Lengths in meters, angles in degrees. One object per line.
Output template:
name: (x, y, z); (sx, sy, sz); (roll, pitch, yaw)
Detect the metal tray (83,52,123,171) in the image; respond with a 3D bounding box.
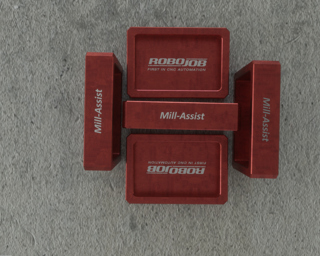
metal tray: (-0.067, -0.019, 0.378); (0.030, 0.090, 0.129); (1, 91, 0)

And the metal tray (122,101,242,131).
metal tray: (0.024, -0.014, 0.380); (0.131, 0.090, 0.030); (1, 92, 0)

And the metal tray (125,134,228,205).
metal tray: (0.022, 0.053, 0.410); (0.131, 0.030, 0.089); (1, 89, 0)

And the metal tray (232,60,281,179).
metal tray: (0.115, -0.010, 0.379); (0.030, 0.090, 0.129); (1, 90, 0)

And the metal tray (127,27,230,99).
metal tray: (0.023, -0.084, 0.409); (0.131, 0.030, 0.089); (0, 93, 0)
